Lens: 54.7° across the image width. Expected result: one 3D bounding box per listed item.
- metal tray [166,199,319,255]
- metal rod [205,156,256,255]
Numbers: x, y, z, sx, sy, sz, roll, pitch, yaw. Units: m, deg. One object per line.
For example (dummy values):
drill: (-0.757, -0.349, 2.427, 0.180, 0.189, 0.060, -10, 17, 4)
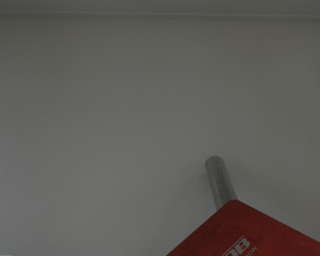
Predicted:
metal tray: (0.040, 0.114, 0.213, 0.131, 0.090, 0.030, -34, 114, -20)
metal rod: (0.071, 0.110, 0.261, 0.025, 0.025, 0.300, 0, 25, 0)
